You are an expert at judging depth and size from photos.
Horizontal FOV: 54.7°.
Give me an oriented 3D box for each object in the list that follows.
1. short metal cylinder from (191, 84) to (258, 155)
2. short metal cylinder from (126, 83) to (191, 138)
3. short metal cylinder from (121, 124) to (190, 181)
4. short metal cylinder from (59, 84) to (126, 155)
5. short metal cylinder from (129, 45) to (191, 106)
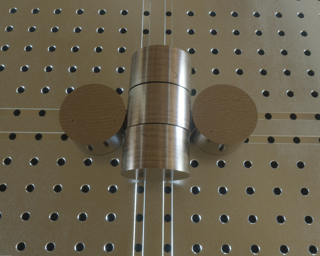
[{"bbox_3d":[0.079,-0.010,0.402,0.081,0.050,0.080,0,70,0],"label":"short metal cylinder"},{"bbox_3d":[-0.001,-0.016,0.388,0.081,0.080,0.050,2,70,0],"label":"short metal cylinder"},{"bbox_3d":[-0.005,0.032,0.370,0.081,0.080,0.050,1,70,0],"label":"short metal cylinder"},{"bbox_3d":[-0.082,-0.010,0.400,0.081,0.050,0.080,0,70,0],"label":"short metal cylinder"},{"bbox_3d":[0.001,-0.064,0.405,0.081,0.080,0.050,2,70,0],"label":"short metal cylinder"}]
